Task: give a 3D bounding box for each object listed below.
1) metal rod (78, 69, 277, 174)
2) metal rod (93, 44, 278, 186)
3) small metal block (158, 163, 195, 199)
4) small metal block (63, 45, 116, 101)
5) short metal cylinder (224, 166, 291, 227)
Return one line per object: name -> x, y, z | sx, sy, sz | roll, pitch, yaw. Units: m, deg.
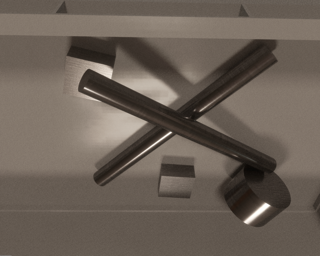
metal rod -> 0.044, 0.004, 0.381 | 0.302, 0.025, 0.025 | 23, 127, -31
metal rod -> 0.015, -0.002, 0.407 | 0.299, 0.025, 0.025 | -37, 121, 27
small metal block -> 0.025, 0.083, 0.480 | 0.050, 0.025, 0.050 | 4, 130, -4
small metal block -> -0.081, -0.061, 0.356 | 0.050, 0.025, 0.050 | 12, 129, -10
short metal cylinder -> 0.143, 0.098, 0.459 | 0.080, 0.080, 0.050 | 20, 127, -17
